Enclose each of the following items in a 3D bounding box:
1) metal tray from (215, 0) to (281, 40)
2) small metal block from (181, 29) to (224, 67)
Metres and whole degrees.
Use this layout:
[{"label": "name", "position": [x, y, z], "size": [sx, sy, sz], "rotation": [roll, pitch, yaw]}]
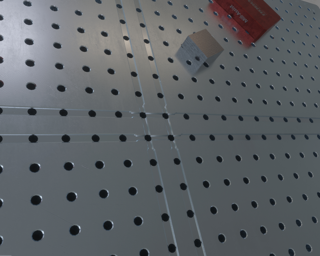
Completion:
[{"label": "metal tray", "position": [0.188, -0.257, 0.662], "size": [0.130, 0.030, 0.091], "rotation": [46, 51, 4]}, {"label": "small metal block", "position": [0.074, -0.138, 0.532], "size": [0.050, 0.025, 0.050], "rotation": [-33, 80, -38]}]
